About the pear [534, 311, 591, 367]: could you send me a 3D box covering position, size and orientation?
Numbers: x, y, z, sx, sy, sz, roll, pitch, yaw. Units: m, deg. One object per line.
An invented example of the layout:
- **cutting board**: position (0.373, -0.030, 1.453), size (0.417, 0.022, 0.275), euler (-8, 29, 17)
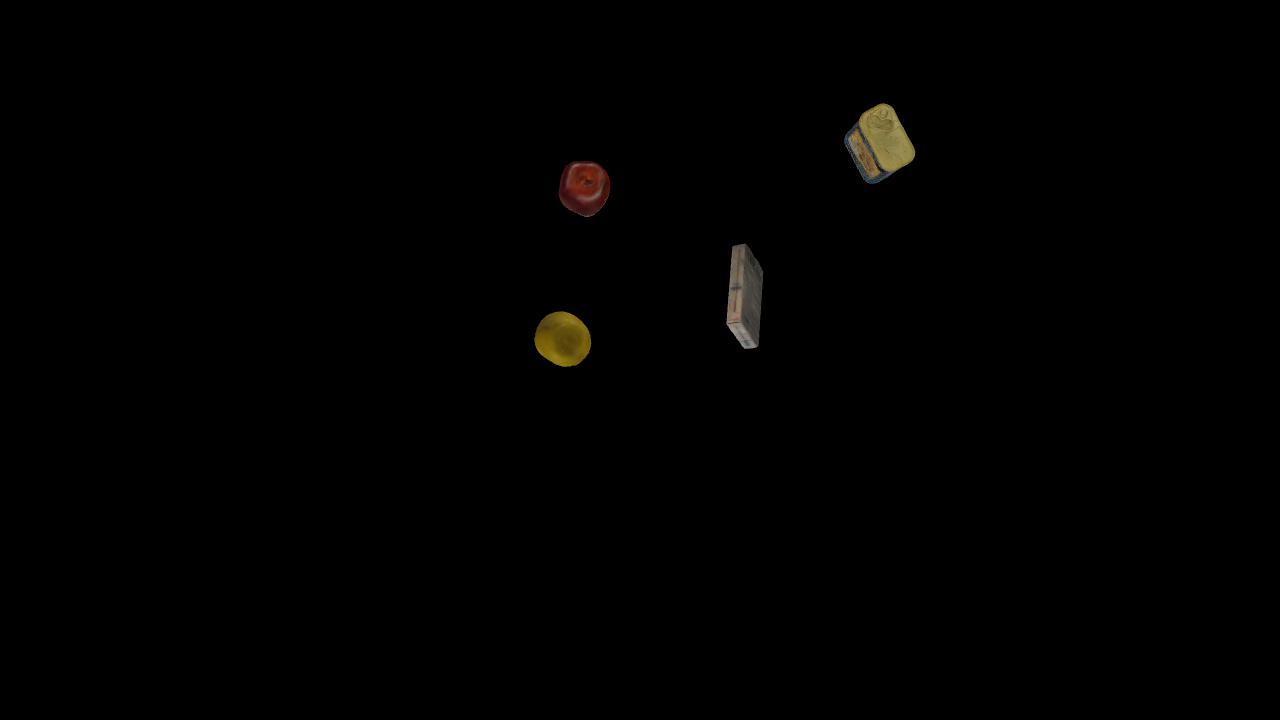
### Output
- **pear**: position (-0.119, -0.030, 0.883), size (0.080, 0.080, 0.111), euler (0, 3, -30)

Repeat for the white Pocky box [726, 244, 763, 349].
- **white Pocky box**: position (0.172, -0.104, 1.002), size (0.028, 0.154, 0.084), euler (-7, -31, 29)

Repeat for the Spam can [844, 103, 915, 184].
- **Spam can**: position (0.374, -0.336, 0.969), size (0.058, 0.101, 0.085), euler (-27, 0, 1)

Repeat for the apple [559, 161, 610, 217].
- **apple**: position (-0.082, -0.251, 0.904), size (0.079, 0.079, 0.093), euler (0, 0, -12)
